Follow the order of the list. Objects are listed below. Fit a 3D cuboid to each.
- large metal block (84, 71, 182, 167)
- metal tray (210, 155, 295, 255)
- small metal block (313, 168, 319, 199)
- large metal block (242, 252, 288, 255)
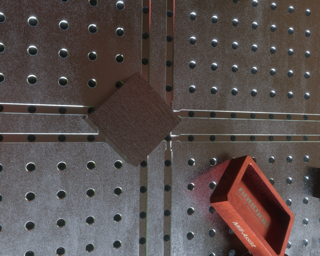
[{"bbox_3d":[-0.035,-0.010,0.386,0.080,0.050,0.080,-46,104,-14],"label":"large metal block"},{"bbox_3d":[0.134,0.115,0.438,0.130,0.030,0.090,51,48,-12],"label":"metal tray"},{"bbox_3d":[0.290,0.098,0.520,0.050,0.025,0.050,15,85,-20],"label":"small metal block"},{"bbox_3d":[0.150,0.231,0.455,0.081,0.050,0.080,-20,97,-19],"label":"large metal block"}]
